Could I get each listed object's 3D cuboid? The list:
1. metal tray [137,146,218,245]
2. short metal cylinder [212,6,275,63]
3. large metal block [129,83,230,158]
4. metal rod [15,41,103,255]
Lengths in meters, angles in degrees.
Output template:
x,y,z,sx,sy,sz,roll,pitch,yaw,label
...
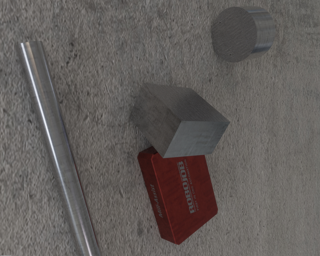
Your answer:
x,y,z,sx,sy,sz,roll,pitch,yaw,label
0.028,0.079,0.425,0.091,0.030,0.129,-25,106,-37,metal tray
0.127,-0.144,0.475,0.050,0.080,0.079,-20,103,-38,short metal cylinder
0.023,-0.010,0.379,0.081,0.080,0.050,0,126,-40,large metal block
-0.094,0.062,0.325,0.025,0.025,0.298,-21,103,-38,metal rod
